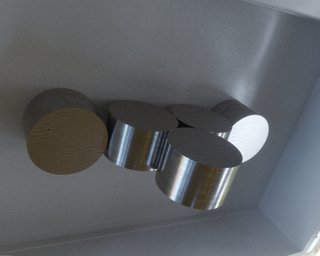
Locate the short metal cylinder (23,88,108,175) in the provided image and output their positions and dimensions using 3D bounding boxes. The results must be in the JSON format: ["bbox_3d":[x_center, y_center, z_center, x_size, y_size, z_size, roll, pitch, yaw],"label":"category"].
[{"bbox_3d":[-0.103,0.004,0.336,0.081,0.050,0.079,-14,124,-21],"label":"short metal cylinder"}]

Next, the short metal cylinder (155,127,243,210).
[{"bbox_3d":[0.040,0.040,0.329,0.081,0.080,0.050,2,118,-29],"label":"short metal cylinder"}]

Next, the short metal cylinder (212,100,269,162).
[{"bbox_3d":[0.109,0.005,0.453,0.081,0.050,0.079,-14,124,-21],"label":"short metal cylinder"}]

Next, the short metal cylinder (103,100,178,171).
[{"bbox_3d":[-0.024,0.007,0.361,0.081,0.080,0.050,2,118,-29],"label":"short metal cylinder"}]

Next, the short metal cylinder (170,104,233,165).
[{"bbox_3d":[0.046,0.009,0.401,0.081,0.080,0.050,2,118,-29],"label":"short metal cylinder"}]
